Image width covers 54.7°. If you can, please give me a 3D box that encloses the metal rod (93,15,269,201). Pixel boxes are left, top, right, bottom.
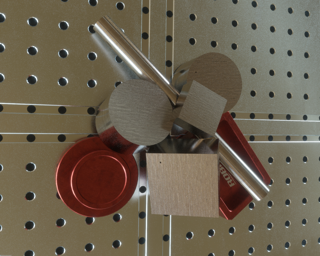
[{"bbox_3d":[0.030,-0.022,0.394,0.300,0.025,0.025,46,75,-5],"label":"metal rod"}]

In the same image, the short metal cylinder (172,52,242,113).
[{"bbox_3d":[0.062,-0.057,0.419,0.081,0.050,0.079,0,90,-20],"label":"short metal cylinder"}]

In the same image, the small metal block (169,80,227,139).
[{"bbox_3d":[0.046,-0.021,0.370,0.050,0.025,0.050,28,73,-18],"label":"small metal block"}]

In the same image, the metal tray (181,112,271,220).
[{"bbox_3d":[0.089,0.052,0.439,0.090,0.030,0.130,-38,102,-16],"label":"metal tray"}]

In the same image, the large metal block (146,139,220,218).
[{"bbox_3d":[0.031,0.059,0.379,0.080,0.050,0.079,0,107,13],"label":"large metal block"}]

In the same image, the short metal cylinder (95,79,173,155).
[{"bbox_3d":[-0.031,-0.012,0.372,0.081,0.050,0.080,9,70,-26],"label":"short metal cylinder"}]

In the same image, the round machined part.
[{"bbox_3d":[-0.073,0.059,0.372,0.099,0.042,0.097,0,90,-20],"label":"round machined part"}]
